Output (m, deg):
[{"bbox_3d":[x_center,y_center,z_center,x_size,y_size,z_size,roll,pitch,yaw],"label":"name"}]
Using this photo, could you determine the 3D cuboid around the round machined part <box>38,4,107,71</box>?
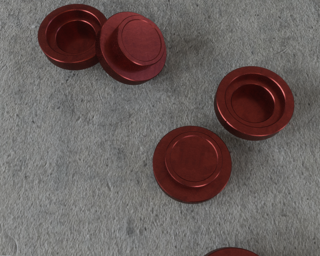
[{"bbox_3d":[-0.118,-0.125,0.444,0.099,0.042,0.098,0,70,0],"label":"round machined part"}]

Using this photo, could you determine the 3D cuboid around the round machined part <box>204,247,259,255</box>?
[{"bbox_3d":[0.078,0.180,0.334,0.099,0.042,0.098,0,70,0],"label":"round machined part"}]

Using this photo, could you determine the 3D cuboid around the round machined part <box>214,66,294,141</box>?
[{"bbox_3d":[0.120,-0.029,0.410,0.099,0.042,0.098,0,70,0],"label":"round machined part"}]

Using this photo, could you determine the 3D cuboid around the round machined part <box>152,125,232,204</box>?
[{"bbox_3d":[0.040,0.042,0.384,0.099,0.042,0.098,0,70,0],"label":"round machined part"}]

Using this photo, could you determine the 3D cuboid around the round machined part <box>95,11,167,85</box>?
[{"bbox_3d":[-0.033,-0.110,0.416,0.099,0.042,0.098,5,80,-29],"label":"round machined part"}]
